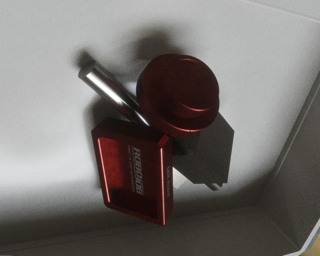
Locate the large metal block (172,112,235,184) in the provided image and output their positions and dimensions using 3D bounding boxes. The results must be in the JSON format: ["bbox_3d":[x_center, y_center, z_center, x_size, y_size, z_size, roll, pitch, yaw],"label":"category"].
[{"bbox_3d":[0.054,0.020,0.409,0.080,0.050,0.080,43,51,-39],"label":"large metal block"}]

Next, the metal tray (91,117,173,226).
[{"bbox_3d":[-0.031,0.056,0.385,0.030,0.090,0.129,-51,146,-50],"label":"metal tray"}]

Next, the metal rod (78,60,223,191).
[{"bbox_3d":[0.008,0.016,0.422,0.025,0.025,0.300,-45,130,3],"label":"metal rod"}]

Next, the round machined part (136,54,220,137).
[{"bbox_3d":[0.027,-0.042,0.347,0.099,0.098,0.042,-2,160,-28],"label":"round machined part"}]

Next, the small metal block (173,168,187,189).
[{"bbox_3d":[0.008,0.050,0.427,0.025,0.050,0.050,-44,130,2],"label":"small metal block"}]
